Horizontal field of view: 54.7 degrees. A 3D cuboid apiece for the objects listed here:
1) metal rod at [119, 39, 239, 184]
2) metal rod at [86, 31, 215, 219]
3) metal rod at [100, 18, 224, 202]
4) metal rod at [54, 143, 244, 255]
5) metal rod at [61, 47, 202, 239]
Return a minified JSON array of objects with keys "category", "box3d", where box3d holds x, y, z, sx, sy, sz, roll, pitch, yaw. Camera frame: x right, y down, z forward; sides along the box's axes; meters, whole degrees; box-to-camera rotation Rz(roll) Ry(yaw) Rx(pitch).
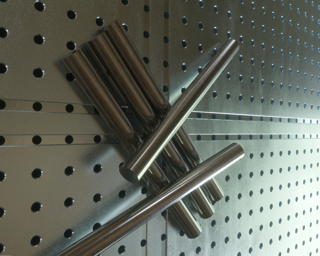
[{"category":"metal rod","box3d":[0.043,-0.042,0.421,0.301,0.025,0.025,-51,121,-37]},{"category":"metal rod","box3d":[0.000,0.013,0.411,0.025,0.025,0.299,-47,118,-30]},{"category":"metal rod","box3d":[0.015,-0.007,0.423,0.025,0.025,0.299,-48,119,-29]},{"category":"metal rod","box3d":[-0.006,0.093,0.379,0.302,0.025,0.025,-27,108,-28]},{"category":"metal rod","box3d":[-0.022,0.036,0.392,0.025,0.025,0.299,-47,118,-30]}]
